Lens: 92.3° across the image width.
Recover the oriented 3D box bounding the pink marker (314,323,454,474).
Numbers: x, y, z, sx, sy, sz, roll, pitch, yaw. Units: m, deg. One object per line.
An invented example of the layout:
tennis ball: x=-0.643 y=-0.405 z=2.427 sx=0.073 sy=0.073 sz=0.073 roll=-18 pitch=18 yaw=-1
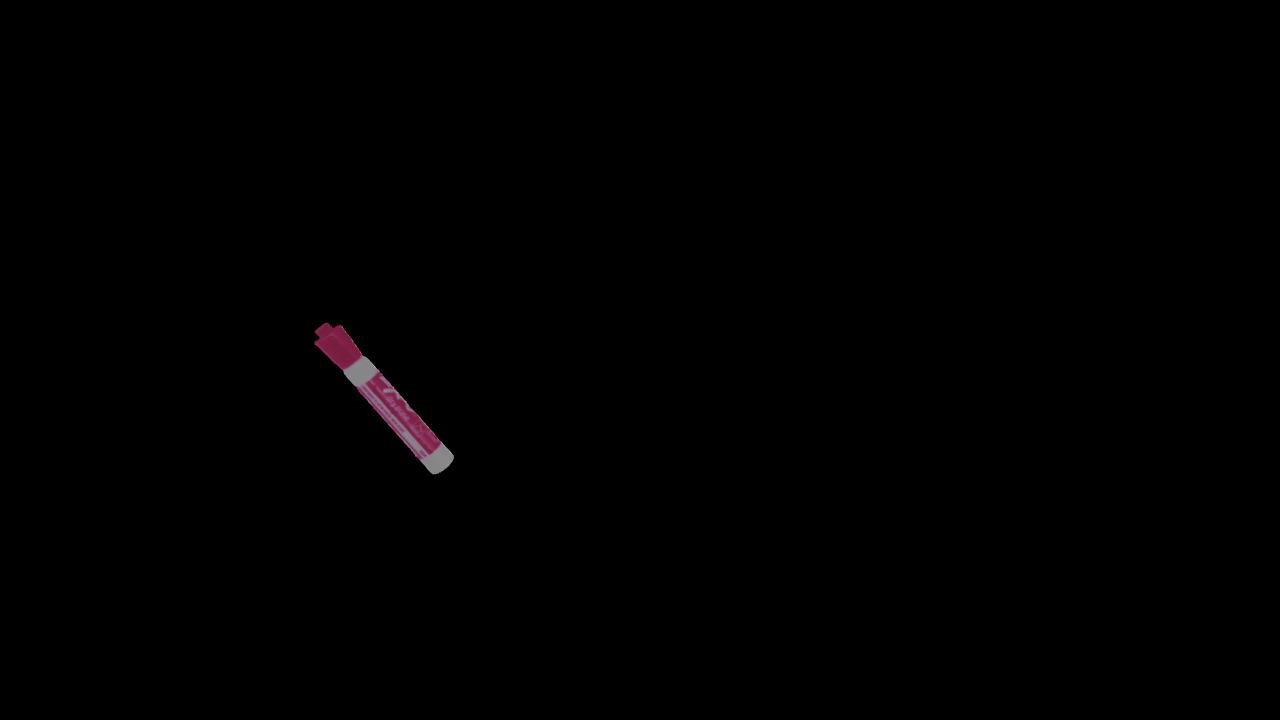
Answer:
pink marker: x=-0.165 y=0.026 z=0.400 sx=0.020 sy=0.121 sz=0.020 roll=-26 pitch=25 yaw=13
